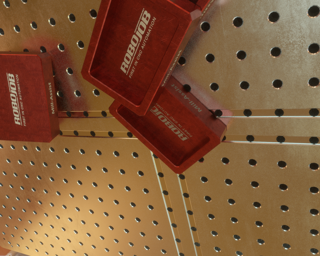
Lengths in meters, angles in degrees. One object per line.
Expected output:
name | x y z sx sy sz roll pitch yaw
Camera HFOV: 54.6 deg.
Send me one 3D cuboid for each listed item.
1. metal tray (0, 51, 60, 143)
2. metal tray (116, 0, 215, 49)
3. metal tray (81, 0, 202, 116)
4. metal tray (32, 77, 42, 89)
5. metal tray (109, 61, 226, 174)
metal tray | -0.203 -0.045 0.457 0.090 0.030 0.129 3 111 6
metal tray | 0.017 -0.154 0.303 0.090 0.030 0.129 40 129 0
metal tray | -0.026 -0.086 0.328 0.090 0.030 0.129 34 129 6
metal tray | -0.236 -0.048 0.503 0.130 0.030 0.089 24 127 13
metal tray | 0.007 -0.011 0.397 0.130 0.030 0.090 43 129 -2
